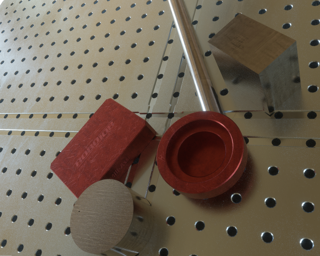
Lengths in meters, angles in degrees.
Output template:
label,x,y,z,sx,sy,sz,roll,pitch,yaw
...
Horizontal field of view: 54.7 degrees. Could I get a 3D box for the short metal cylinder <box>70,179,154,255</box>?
label,x,y,z,sx,sy,sz,roll,pitch,yaw
short metal cylinder,-0.054,0.105,0.355,0.080,0.050,0.080,-13,56,20

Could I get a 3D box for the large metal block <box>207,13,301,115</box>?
label,x,y,z,sx,sy,sz,roll,pitch,yaw
large metal block,0.111,-0.073,0.360,0.050,0.080,0.080,-42,51,-1

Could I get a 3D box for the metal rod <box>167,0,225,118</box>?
label,x,y,z,sx,sy,sz,roll,pitch,yaw
metal rod,0.043,-0.130,0.464,0.025,0.025,0.299,-22,54,15

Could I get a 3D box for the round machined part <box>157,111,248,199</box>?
label,x,y,z,sx,sy,sz,roll,pitch,yaw
round machined part,0.050,0.033,0.350,0.098,0.042,0.098,-13,57,21

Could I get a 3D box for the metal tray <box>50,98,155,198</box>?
label,x,y,z,sx,sy,sz,roll,pitch,yaw
metal tray,-0.080,0.030,0.427,0.090,0.030,0.130,33,79,37
